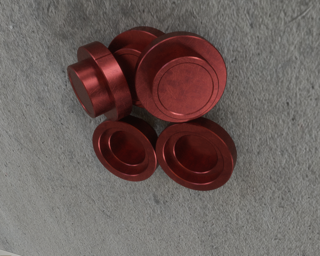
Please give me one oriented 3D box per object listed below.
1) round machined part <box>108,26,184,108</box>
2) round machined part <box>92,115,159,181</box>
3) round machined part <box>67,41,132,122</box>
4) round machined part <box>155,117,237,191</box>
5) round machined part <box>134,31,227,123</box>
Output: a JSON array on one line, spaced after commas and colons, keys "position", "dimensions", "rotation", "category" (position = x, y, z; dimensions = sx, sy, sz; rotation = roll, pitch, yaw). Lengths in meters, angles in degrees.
[{"position": [-0.024, -0.066, 0.367], "dimensions": [0.098, 0.042, 0.097], "rotation": [13, 124, 20], "category": "round machined part"}, {"position": [-0.041, 0.023, 0.431], "dimensions": [0.098, 0.042, 0.097], "rotation": [13, 124, 20], "category": "round machined part"}, {"position": [-0.077, -0.051, 0.374], "dimensions": [0.098, 0.042, 0.097], "rotation": [47, 154, 32], "category": "round machined part"}, {"position": [0.047, 0.027, 0.388], "dimensions": [0.098, 0.042, 0.097], "rotation": [13, 124, 20], "category": "round machined part"}, {"position": [0.023, -0.048, 0.326], "dimensions": [0.099, 0.042, 0.097], "rotation": [-4, 120, -6], "category": "round machined part"}]
